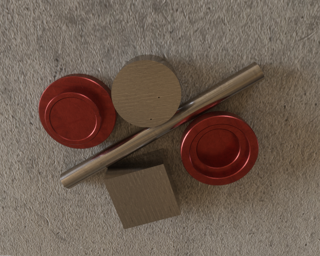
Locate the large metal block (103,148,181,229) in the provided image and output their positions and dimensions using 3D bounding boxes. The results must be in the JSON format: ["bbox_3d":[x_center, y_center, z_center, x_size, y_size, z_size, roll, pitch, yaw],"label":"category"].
[{"bbox_3d":[-0.022,0.083,0.429,0.080,0.050,0.080,-16,110,6],"label":"large metal block"}]

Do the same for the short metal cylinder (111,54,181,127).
[{"bbox_3d":[-0.016,-0.047,0.380,0.081,0.050,0.079,0,110,0],"label":"short metal cylinder"}]

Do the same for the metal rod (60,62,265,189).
[{"bbox_3d":[-0.004,0.002,0.412,0.300,0.025,0.025,-30,108,10],"label":"metal rod"}]

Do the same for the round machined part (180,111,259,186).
[{"bbox_3d":[0.076,0.024,0.411,0.099,0.042,0.097,0,110,0],"label":"round machined part"}]

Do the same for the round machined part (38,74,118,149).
[{"bbox_3d":[-0.105,-0.017,0.394,0.099,0.042,0.097,0,110,0],"label":"round machined part"}]
